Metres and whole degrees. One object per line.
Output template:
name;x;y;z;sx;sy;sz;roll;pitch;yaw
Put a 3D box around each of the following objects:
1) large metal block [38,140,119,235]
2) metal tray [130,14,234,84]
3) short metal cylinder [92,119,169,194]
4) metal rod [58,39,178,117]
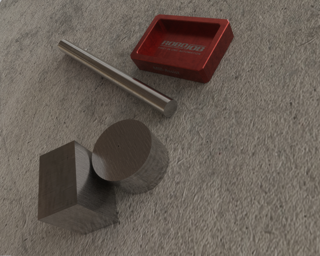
large metal block;-0.097;0.074;0.372;0.050;0.080;0.080;-24;53;13
metal tray;0.030;-0.121;0.457;0.130;0.030;0.090;19;71;35
short metal cylinder;-0.036;0.036;0.383;0.080;0.050;0.080;-13;56;20
metal rod;-0.084;-0.092;0.502;0.300;0.025;0.025;34;81;38
